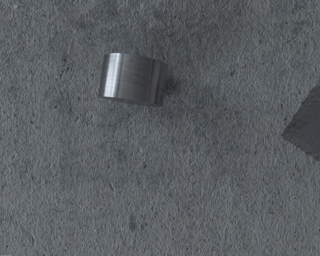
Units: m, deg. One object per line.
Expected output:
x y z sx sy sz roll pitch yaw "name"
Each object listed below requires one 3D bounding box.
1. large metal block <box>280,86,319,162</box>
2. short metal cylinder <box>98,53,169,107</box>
0.221 0.000 0.399 0.080 0.050 0.080 34 90 0 "large metal block"
-0.033 -0.057 0.382 0.080 0.080 0.050 8 90 0 "short metal cylinder"
